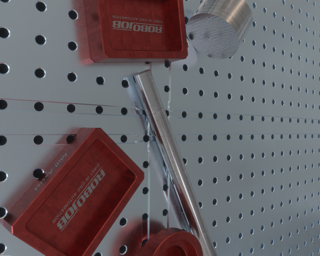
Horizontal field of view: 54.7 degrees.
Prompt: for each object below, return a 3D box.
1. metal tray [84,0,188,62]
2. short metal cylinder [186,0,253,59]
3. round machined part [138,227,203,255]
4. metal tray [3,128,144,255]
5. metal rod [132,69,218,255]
[{"bbox_3d":[-0.025,-0.129,0.384,0.131,0.030,0.089,-10,97,-40],"label":"metal tray"},{"bbox_3d":[0.085,-0.146,0.445,0.080,0.080,0.050,46,62,-30],"label":"short metal cylinder"},{"bbox_3d":[0.008,0.180,0.406,0.099,0.042,0.097,0,90,-40],"label":"round machined part"},{"bbox_3d":[-0.085,0.074,0.335,0.090,0.030,0.130,51,60,-28],"label":"metal tray"},{"bbox_3d":[0.026,0.065,0.431,0.025,0.025,0.298,-32,110,-35],"label":"metal rod"}]
